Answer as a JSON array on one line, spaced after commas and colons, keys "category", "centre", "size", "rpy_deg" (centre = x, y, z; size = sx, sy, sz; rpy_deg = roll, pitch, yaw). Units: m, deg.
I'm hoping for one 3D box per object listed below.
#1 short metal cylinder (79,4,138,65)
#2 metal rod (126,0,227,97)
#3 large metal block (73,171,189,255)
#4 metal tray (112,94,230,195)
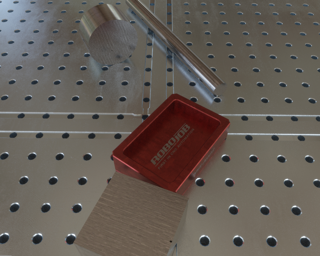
[{"category": "short metal cylinder", "centre": [-0.083, -0.149, 0.496], "size": [0.081, 0.080, 0.050], "rpy_deg": [-20, 53, -16]}, {"category": "metal rod", "centre": [0.015, -0.156, 0.538], "size": [0.025, 0.025, 0.300], "rpy_deg": [-23, 54, -18]}, {"category": "large metal block", "centre": [-0.024, 0.101, 0.307], "size": [0.080, 0.050, 0.080], "rpy_deg": [18, 52, 14]}, {"category": "metal tray", "centre": [0.017, 0.020, 0.387], "size": [0.090, 0.030, 0.131], "rpy_deg": [30, 56, 22]}]
